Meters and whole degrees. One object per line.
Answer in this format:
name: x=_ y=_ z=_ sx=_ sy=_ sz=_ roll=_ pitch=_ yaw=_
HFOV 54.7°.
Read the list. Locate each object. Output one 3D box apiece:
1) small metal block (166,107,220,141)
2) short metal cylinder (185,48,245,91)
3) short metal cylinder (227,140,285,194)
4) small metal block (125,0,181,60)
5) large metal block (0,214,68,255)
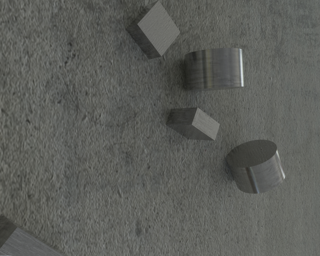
small metal block: x=0.045 y=-0.005 z=0.429 sx=0.050 sy=0.050 sz=0.025 roll=32 pitch=70 yaw=-36
short metal cylinder: x=0.076 y=-0.080 z=0.435 sx=0.081 sy=0.080 sz=0.050 roll=-7 pitch=95 yaw=-40
short metal cylinder: x=0.155 y=0.061 z=0.502 sx=0.080 sy=0.080 sz=0.050 roll=-38 pitch=114 yaw=-34
small metal block: x=-0.008 y=-0.126 z=0.400 sx=0.050 sy=0.025 sz=0.050 roll=49 pitch=61 yaw=-29
large metal block: x=-0.132 y=0.138 z=0.279 sx=0.080 sy=0.050 sz=0.080 roll=49 pitch=61 yaw=-29
